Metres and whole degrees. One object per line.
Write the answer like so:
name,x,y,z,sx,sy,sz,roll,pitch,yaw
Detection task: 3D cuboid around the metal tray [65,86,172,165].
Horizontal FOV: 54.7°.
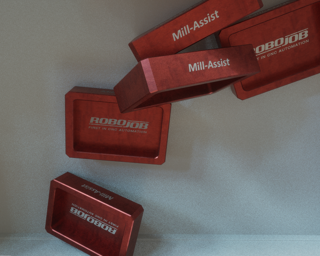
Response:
metal tray,-0.054,-0.003,0.406,0.131,0.030,0.089,5,110,-2

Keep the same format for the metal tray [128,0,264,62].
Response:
metal tray,0.033,-0.112,0.335,0.130,0.090,0.030,-26,108,9

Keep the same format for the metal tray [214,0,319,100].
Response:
metal tray,0.142,-0.098,0.373,0.130,0.030,0.090,-20,109,7

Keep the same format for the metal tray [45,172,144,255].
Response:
metal tray,-0.094,0.126,0.427,0.130,0.030,0.089,20,110,18

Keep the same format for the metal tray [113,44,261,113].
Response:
metal tray,0.027,-0.051,0.327,0.131,0.090,0.030,-14,86,-27
